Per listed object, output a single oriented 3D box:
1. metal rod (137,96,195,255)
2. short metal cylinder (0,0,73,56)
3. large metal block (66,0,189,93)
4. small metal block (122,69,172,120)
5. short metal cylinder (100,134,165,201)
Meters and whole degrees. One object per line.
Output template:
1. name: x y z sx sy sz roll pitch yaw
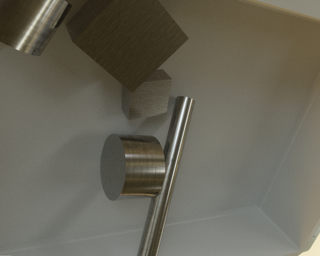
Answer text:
1. metal rod: -0.002 0.105 0.389 0.025 0.025 0.299 20 81 -36
2. short metal cylinder: -0.119 -0.102 0.246 0.080 0.080 0.050 29 102 -38
3. large metal block: -0.033 -0.096 0.311 0.080 0.050 0.080 -43 130 9
4. small metal block: -0.017 -0.040 0.372 0.050 0.025 0.050 -10 131 -24
5. short metal cylinder: -0.036 0.048 0.384 0.050 0.080 0.079 4 117 -31
